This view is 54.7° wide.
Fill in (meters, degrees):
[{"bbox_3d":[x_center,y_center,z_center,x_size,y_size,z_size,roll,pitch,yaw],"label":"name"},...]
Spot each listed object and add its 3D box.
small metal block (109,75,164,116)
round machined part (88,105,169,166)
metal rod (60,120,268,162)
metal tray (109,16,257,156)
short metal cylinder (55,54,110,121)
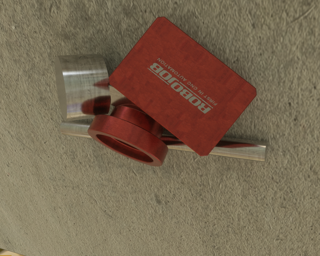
[{"bbox_3d":[-0.027,-0.042,0.378,0.050,0.050,0.025,22,127,15],"label":"small metal block"},{"bbox_3d":[-0.034,0.007,0.380,0.098,0.042,0.098,22,163,7],"label":"round machined part"},{"bbox_3d":[-0.012,0.013,0.423,0.301,0.025,0.025,6,121,25],"label":"metal rod"},{"bbox_3d":[0.024,-0.043,0.333,0.130,0.030,0.090,39,90,1],"label":"metal tray"},{"bbox_3d":[-0.098,-0.051,0.387,0.080,0.050,0.080,172,90,-66],"label":"short metal cylinder"}]
